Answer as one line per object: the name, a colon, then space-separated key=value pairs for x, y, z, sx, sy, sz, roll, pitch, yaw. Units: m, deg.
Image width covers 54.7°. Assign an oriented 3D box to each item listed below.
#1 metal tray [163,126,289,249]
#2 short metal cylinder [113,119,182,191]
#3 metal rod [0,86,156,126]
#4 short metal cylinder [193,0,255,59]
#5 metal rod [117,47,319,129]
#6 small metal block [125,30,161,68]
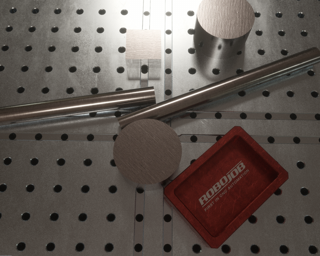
metal tray: x=0.080 y=0.071 z=0.384 sx=0.130 sy=0.030 sz=0.090 roll=-39 pitch=75 yaw=-14
short metal cylinder: x=-0.015 y=0.035 z=0.386 sx=0.081 sy=0.050 sz=0.080 roll=0 pitch=70 yaw=0
metal rod: x=-0.157 y=-0.024 z=0.418 sx=0.302 sy=0.025 sz=0.025 roll=-8 pitch=70 yaw=-4
short metal cylinder: x=0.092 y=-0.149 z=0.454 sx=0.081 sy=0.050 sz=0.080 roll=0 pitch=70 yaw=0
metal rod: x=0.087 y=-0.054 z=0.432 sx=0.302 sy=0.025 sz=0.025 roll=-20 pitch=72 yaw=-8
small metal block: x=-0.024 y=-0.116 z=0.454 sx=0.050 sy=0.025 sz=0.050 roll=0 pitch=70 yaw=-1
